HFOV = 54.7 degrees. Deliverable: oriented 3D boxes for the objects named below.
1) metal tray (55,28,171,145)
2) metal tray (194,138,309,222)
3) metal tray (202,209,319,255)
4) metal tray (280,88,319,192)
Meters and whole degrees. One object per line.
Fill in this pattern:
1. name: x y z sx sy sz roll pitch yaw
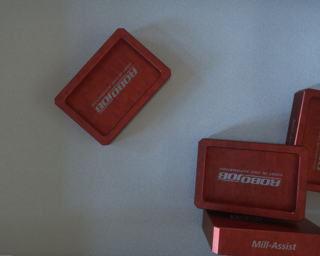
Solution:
1. metal tray: -0.060 -0.053 0.408 0.090 0.030 0.130 42 90 -1
2. metal tray: 0.113 0.062 0.393 0.131 0.030 0.089 4 90 15
3. metal tray: 0.123 0.127 0.380 0.131 0.090 0.030 4 90 -1
4. metal tray: 0.219 0.020 0.411 0.091 0.030 0.129 10 90 -1
